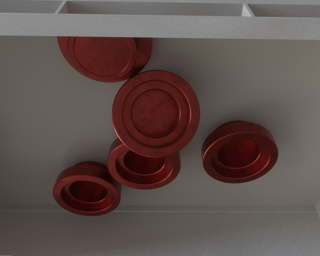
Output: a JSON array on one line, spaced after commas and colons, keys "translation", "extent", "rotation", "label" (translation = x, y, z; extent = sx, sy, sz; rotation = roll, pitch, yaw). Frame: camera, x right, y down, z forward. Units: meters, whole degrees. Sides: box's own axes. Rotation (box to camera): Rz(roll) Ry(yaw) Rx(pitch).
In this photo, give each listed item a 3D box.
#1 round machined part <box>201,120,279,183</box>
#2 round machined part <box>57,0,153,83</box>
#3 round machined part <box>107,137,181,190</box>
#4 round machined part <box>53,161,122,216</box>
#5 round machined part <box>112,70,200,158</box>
[{"translation": [0.105, 0.028, 0.423], "extent": [0.099, 0.042, 0.097], "rotation": [0, 130, 0], "label": "round machined part"}, {"translation": [-0.057, -0.088, 0.322], "extent": [0.099, 0.042, 0.097], "rotation": [0, 130, 0], "label": "round machined part"}, {"translation": [-0.021, 0.039, 0.431], "extent": [0.099, 0.042, 0.097], "rotation": [0, 130, 0], "label": "round machined part"}, {"translation": [-0.108, 0.089, 0.472], "extent": [0.099, 0.042, 0.097], "rotation": [0, 130, 0], "label": "round machined part"}, {"translation": [-0.006, -0.017, 0.363], "extent": [0.099, 0.042, 0.097], "rotation": [-1, 96, -7], "label": "round machined part"}]
